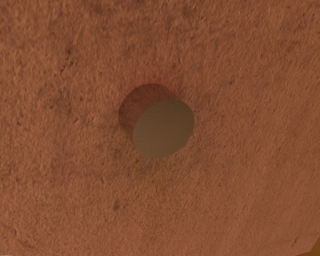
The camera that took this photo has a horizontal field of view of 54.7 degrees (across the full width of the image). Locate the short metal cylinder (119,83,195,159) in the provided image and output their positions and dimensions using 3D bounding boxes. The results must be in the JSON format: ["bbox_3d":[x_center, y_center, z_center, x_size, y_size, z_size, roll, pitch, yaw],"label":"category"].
[{"bbox_3d":[-0.005,-0.009,0.384,0.081,0.050,0.079,-14,125,-21],"label":"short metal cylinder"}]
